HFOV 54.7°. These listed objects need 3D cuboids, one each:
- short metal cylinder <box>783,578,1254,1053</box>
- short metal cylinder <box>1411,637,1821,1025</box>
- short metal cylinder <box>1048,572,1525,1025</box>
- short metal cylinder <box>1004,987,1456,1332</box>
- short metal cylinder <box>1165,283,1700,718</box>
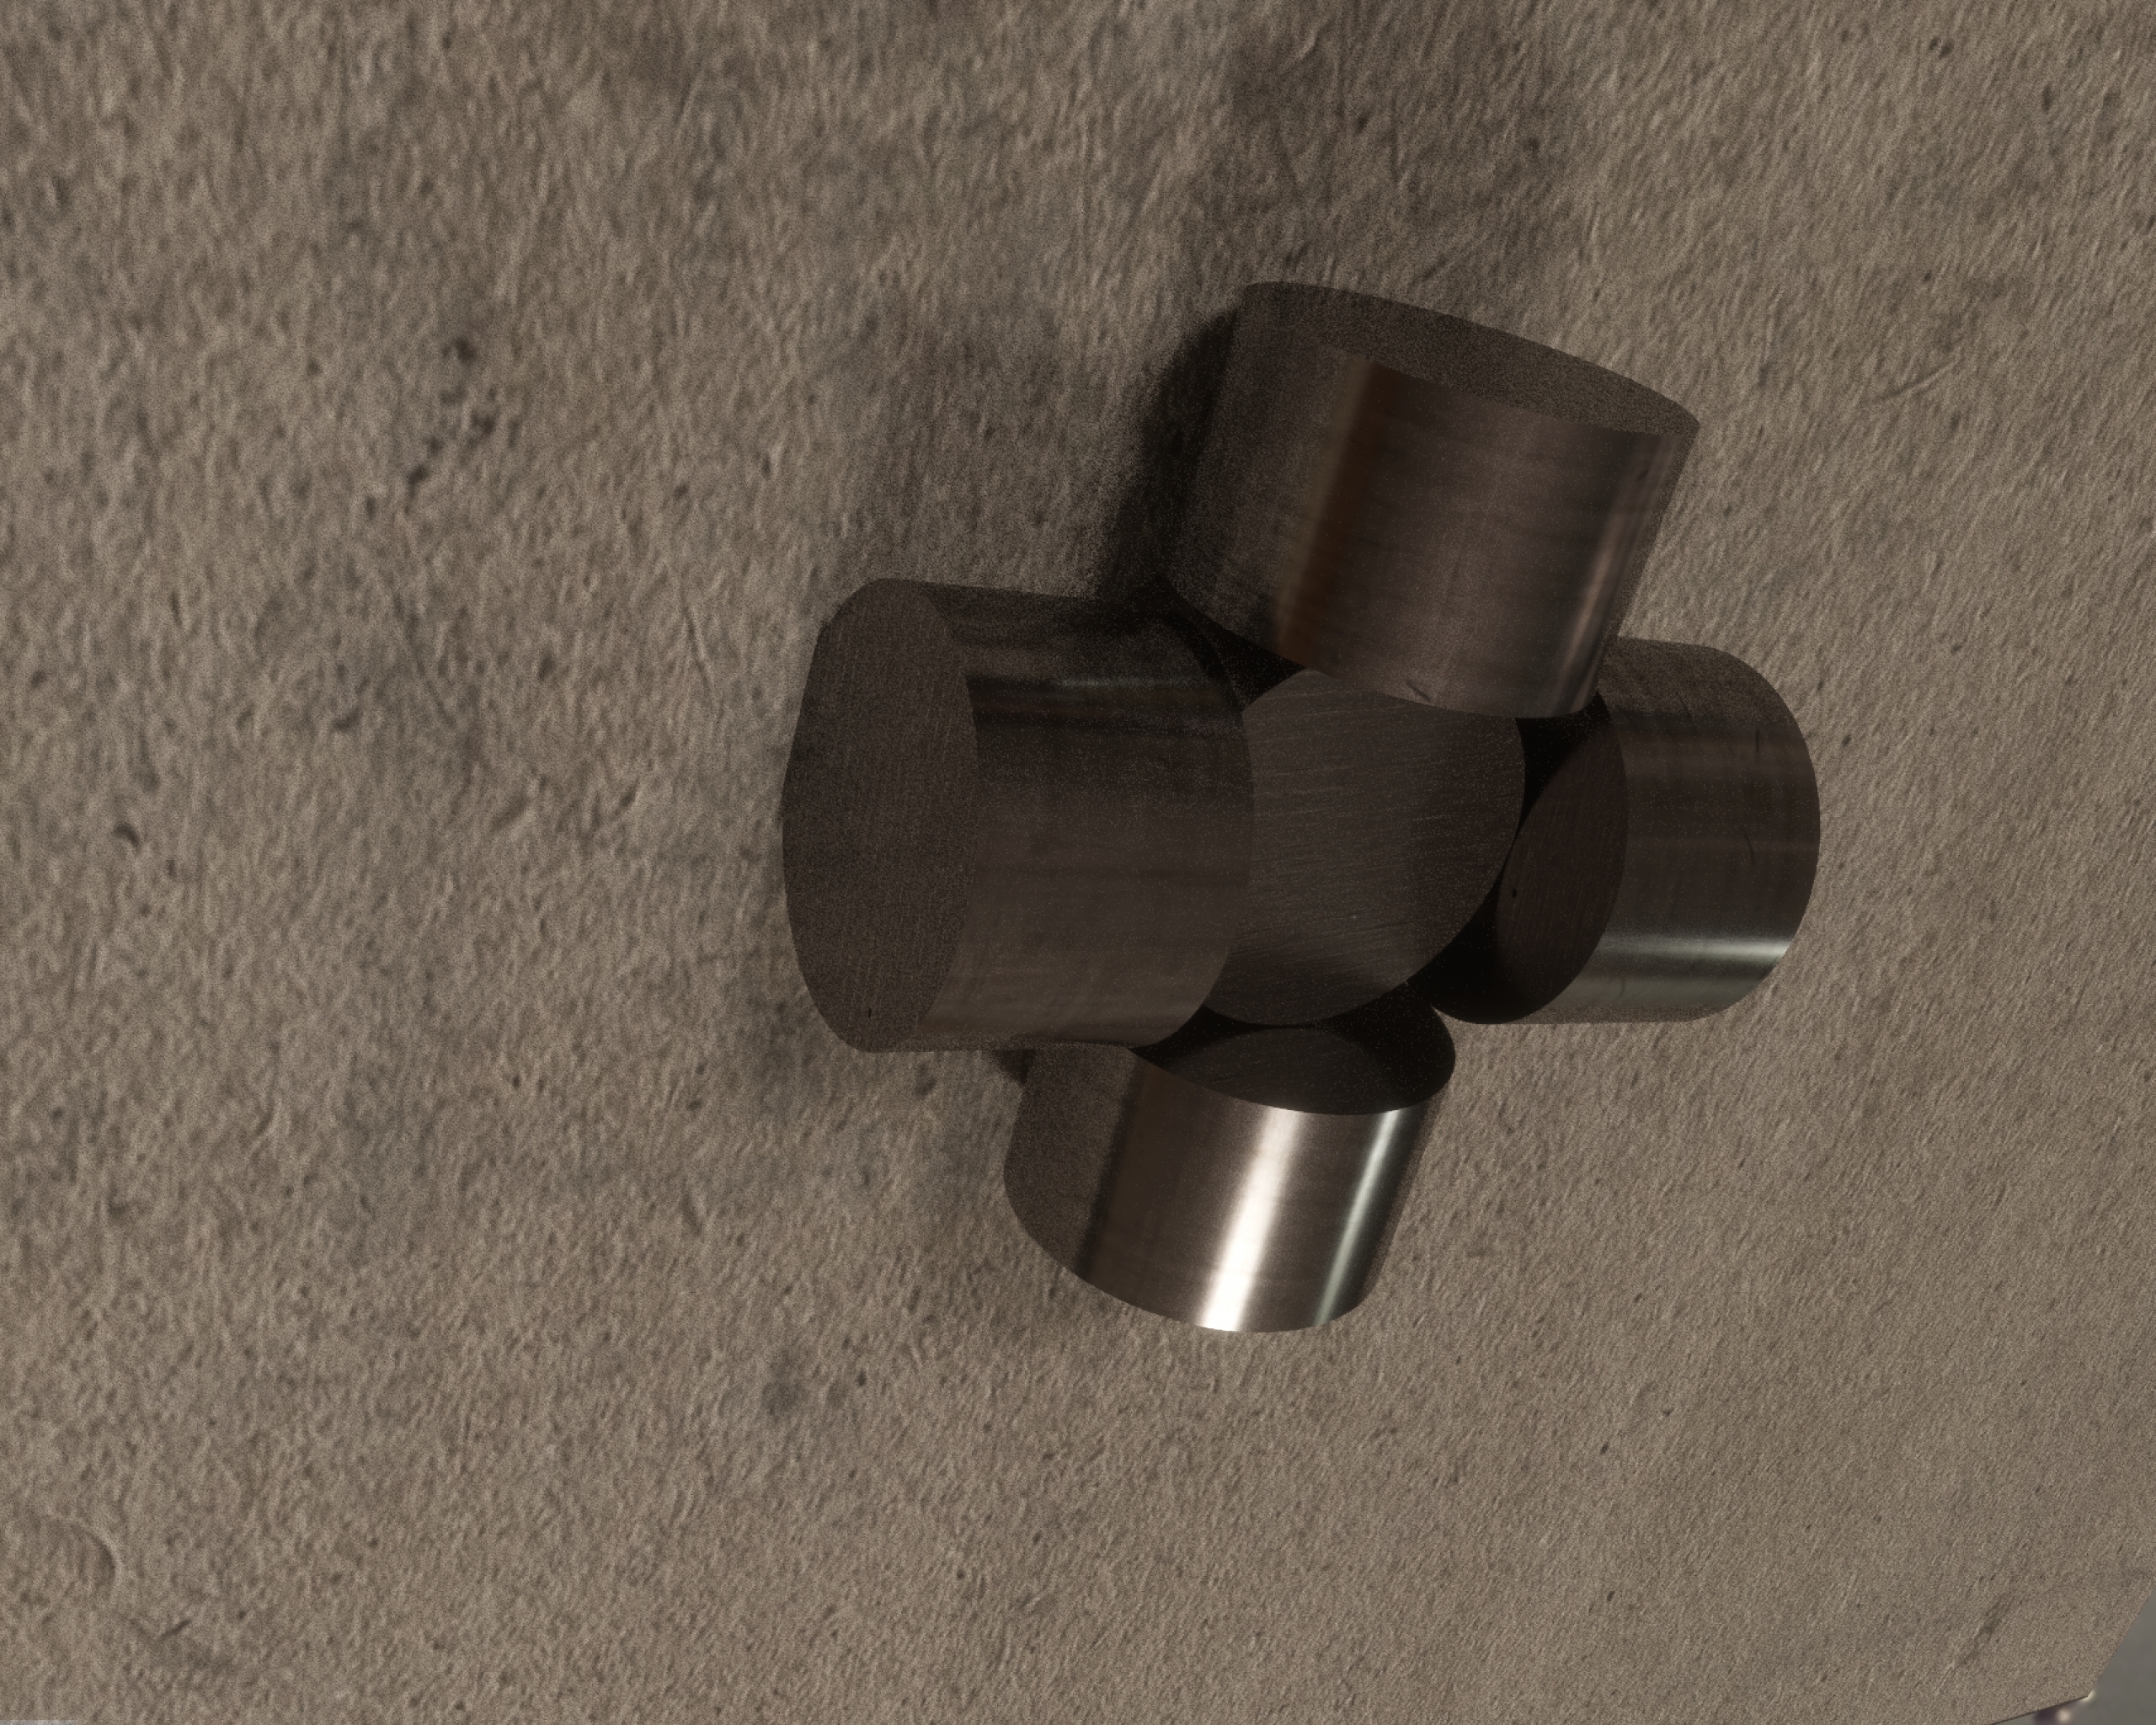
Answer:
[{"bbox_3d":[-0.013,-0.007,0.363,0.050,0.080,0.079,2,118,-30],"label":"short metal cylinder"},{"bbox_3d":[0.102,-0.007,0.427,0.050,0.080,0.079,2,118,-30],"label":"short metal cylinder"},{"bbox_3d":[0.039,-0.015,0.406,0.081,0.050,0.079,-14,125,-21],"label":"short metal cylinder"},{"bbox_3d":[0.030,0.049,0.421,0.081,0.080,0.050,0,118,-29],"label":"short metal cylinder"},{"bbox_3d":[0.061,-0.065,0.366,0.081,0.080,0.050,1,118,-30],"label":"short metal cylinder"}]
